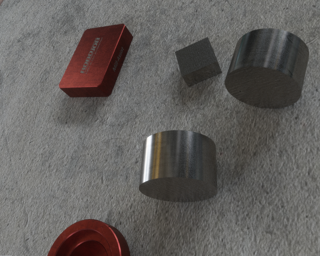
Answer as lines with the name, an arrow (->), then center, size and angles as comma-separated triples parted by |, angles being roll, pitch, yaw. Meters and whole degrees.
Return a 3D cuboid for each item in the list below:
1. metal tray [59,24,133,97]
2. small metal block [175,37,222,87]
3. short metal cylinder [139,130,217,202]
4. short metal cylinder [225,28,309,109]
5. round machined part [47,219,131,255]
metal tray -> -0.108, -0.115, 0.527 | 0.090, 0.030, 0.130 | 3, 63, 29
small metal block -> 0.053, -0.092, 0.433 | 0.050, 0.025, 0.050 | -22, 54, 15
short metal cylinder -> 0.020, 0.043, 0.332 | 0.080, 0.080, 0.050 | -10, 58, 23
short metal cylinder -> 0.119, -0.064, 0.346 | 0.080, 0.080, 0.050 | 8, 66, 31
round machined part -> -0.074, 0.153, 0.338 | 0.098, 0.042, 0.098 | -13, 56, 21
